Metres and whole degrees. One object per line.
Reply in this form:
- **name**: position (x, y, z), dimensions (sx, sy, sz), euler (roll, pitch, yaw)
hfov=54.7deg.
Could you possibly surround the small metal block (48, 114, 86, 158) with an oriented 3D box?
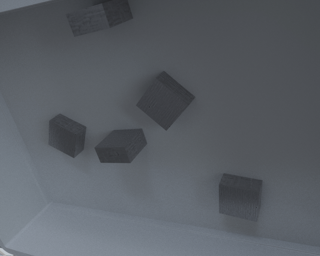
- **small metal block**: position (-0.148, 0.013, 0.492), dimensions (0.050, 0.025, 0.050), euler (26, 127, 12)

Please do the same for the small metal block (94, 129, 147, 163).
- **small metal block**: position (-0.054, 0.025, 0.435), dimensions (0.050, 0.050, 0.025), euler (-3, 117, 29)

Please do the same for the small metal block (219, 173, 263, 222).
- **small metal block**: position (0.106, 0.091, 0.409), dimensions (0.050, 0.025, 0.050), euler (8, 122, 23)

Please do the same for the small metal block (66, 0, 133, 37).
- **small metal block**: position (-0.067, -0.126, 0.348), dimensions (0.050, 0.050, 0.025), euler (-3, 117, 29)

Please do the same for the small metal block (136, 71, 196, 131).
- **small metal block**: position (0.007, -0.033, 0.384), dimensions (0.050, 0.025, 0.050), euler (40, 129, 0)
